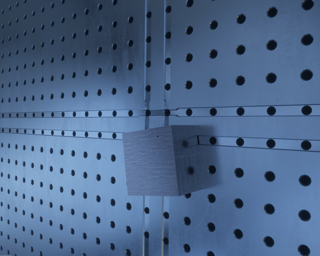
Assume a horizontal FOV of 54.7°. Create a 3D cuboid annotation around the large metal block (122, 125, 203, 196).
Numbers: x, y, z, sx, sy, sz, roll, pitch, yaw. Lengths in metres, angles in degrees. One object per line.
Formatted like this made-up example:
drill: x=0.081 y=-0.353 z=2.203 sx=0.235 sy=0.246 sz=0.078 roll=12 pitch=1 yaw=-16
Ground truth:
large metal block: x=0.002 y=0.041 z=0.390 sx=0.080 sy=0.050 sz=0.080 roll=-10 pitch=84 yaw=39
